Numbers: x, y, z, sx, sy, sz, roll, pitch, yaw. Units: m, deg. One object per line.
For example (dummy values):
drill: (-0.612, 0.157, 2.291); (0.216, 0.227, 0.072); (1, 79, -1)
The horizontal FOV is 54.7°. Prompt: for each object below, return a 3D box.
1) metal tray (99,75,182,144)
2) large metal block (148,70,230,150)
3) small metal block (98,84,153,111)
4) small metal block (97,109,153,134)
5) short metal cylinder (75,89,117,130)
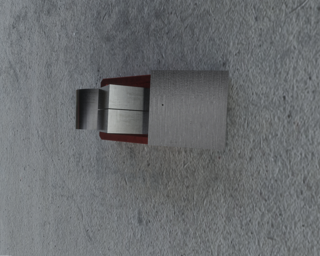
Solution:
metal tray: (-0.029, -0.025, 0.427); (0.130, 0.030, 0.089); (3, 92, 40)
large metal block: (0.034, -0.020, 0.343); (0.080, 0.050, 0.079); (3, 92, 14)
small metal block: (-0.040, -0.033, 0.355); (0.050, 0.050, 0.025); (-176, 88, -66)
small metal block: (-0.041, -0.007, 0.355); (0.050, 0.050, 0.025); (-176, 88, -66)
short metal cylinder: (-0.071, -0.023, 0.413); (0.080, 0.081, 0.050); (2, 91, 40)
